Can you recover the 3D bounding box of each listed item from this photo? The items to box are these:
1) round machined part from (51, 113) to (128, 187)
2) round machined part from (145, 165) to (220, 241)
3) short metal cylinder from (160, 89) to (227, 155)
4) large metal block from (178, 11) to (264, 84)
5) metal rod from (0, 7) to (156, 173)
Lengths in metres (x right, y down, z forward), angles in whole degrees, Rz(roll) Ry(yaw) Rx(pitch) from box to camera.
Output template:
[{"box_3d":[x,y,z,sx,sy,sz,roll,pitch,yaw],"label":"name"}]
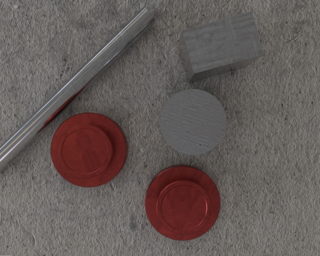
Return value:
[{"box_3d":[-0.092,0.029,0.401,0.099,0.042,0.097,0,90,0],"label":"round machined part"},{"box_3d":[0.029,0.098,0.402,0.099,0.042,0.097,0,90,0],"label":"round machined part"},{"box_3d":[0.040,-0.007,0.398,0.081,0.050,0.079,0,90,0],"label":"short metal cylinder"},{"box_3d":[0.070,-0.095,0.383,0.080,0.080,0.050,-16,90,0],"label":"large metal block"},{"box_3d":[-0.122,-0.045,0.408,0.300,0.025,0.025,-44,90,0],"label":"metal rod"}]
